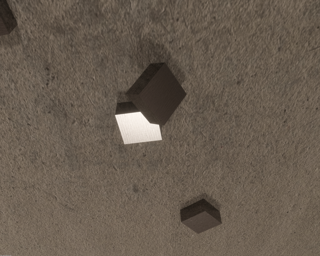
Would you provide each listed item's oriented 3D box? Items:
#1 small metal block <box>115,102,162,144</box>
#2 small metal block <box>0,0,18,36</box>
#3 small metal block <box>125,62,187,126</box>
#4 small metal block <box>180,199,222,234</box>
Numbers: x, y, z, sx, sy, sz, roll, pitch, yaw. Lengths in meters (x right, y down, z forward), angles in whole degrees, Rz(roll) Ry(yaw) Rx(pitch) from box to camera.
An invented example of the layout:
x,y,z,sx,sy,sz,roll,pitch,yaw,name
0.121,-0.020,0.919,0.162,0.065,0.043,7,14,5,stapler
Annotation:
x,y,z,sx,sy,sz,roll,pitch,yaw,name
-0.026,-0.008,0.400,0.050,0.025,0.050,-7,130,5,small metal block
-0.180,-0.117,0.305,0.050,0.025,0.050,-8,130,6,small metal block
-0.003,-0.039,0.355,0.025,0.050,0.050,9,146,48,small metal block
0.071,0.155,0.541,0.050,0.025,0.050,-33,123,24,small metal block
